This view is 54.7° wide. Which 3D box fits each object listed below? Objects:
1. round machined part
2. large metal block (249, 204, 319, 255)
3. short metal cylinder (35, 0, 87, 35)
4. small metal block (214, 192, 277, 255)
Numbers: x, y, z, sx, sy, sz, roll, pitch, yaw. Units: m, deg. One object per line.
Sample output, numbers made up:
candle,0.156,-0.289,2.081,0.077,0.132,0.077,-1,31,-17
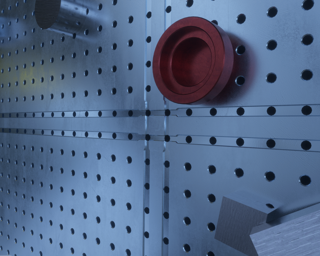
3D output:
round machined part,0.042,-0.075,0.363,0.098,0.042,0.097,0,90,39
large metal block,0.134,0.114,0.265,0.080,0.050,0.080,-26,73,14
short metal cylinder,-0.170,-0.204,0.530,0.080,0.050,0.079,0,90,39
small metal block,0.091,0.103,0.333,0.050,0.025,0.050,16,100,38
